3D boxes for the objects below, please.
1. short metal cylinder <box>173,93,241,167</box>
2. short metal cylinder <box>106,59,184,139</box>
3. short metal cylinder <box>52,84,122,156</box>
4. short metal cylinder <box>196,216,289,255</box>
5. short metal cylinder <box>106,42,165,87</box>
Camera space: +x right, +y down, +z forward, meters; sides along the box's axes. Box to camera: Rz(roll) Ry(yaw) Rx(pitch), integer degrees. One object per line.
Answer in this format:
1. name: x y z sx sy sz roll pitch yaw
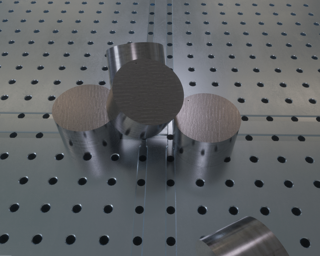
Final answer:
1. short metal cylinder: 0.057 0.002 0.390 0.081 0.050 0.080 0 50 0
2. short metal cylinder: -0.019 -0.033 0.360 0.081 0.050 0.080 6 70 -15
3. short metal cylinder: -0.092 -0.011 0.400 0.081 0.050 0.080 0 50 0
4. short metal cylinder: 0.073 0.125 0.268 0.050 0.080 0.080 -20 53 -16
5. short metal cylinder: -0.032 -0.085 0.435 0.081 0.080 0.050 -7 92 -6
